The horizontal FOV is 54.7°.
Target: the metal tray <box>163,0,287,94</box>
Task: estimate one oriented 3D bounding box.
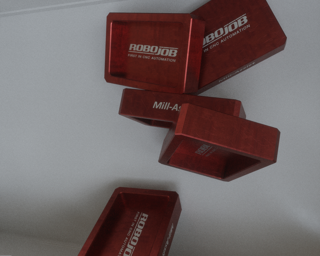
[{"bbox_3d":[0.074,-0.108,0.382,0.130,0.030,0.090,-27,81,17],"label":"metal tray"}]

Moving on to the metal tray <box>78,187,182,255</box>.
[{"bbox_3d":[-0.034,0.129,0.369,0.090,0.130,0.030,1,124,20],"label":"metal tray"}]

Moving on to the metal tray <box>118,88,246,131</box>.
[{"bbox_3d":[0.030,-0.015,0.363,0.130,0.090,0.030,8,85,19],"label":"metal tray"}]

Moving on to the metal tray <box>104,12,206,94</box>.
[{"bbox_3d":[-0.012,-0.094,0.383,0.130,0.030,0.089,16,108,35],"label":"metal tray"}]

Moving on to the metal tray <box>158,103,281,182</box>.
[{"bbox_3d":[0.052,0.022,0.323,0.090,0.130,0.030,16,71,-2],"label":"metal tray"}]
